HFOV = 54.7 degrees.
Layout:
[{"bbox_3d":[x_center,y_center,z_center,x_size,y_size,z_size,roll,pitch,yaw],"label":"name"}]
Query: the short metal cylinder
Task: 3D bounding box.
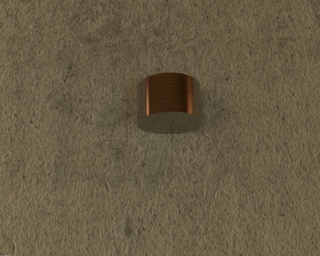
[{"bbox_3d":[0.012,-0.028,0.391,0.081,0.080,0.050,-1,70,-1],"label":"short metal cylinder"}]
